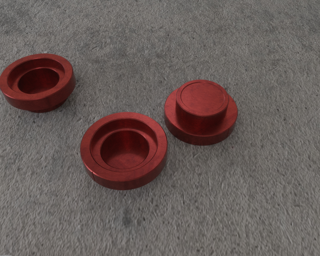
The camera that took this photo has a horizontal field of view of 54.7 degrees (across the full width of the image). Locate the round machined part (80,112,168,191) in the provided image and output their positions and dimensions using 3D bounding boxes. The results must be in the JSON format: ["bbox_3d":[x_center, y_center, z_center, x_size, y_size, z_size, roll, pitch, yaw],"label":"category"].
[{"bbox_3d":[-0.041,0.031,0.366,0.099,0.042,0.098,0,50,0],"label":"round machined part"}]

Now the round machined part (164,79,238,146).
[{"bbox_3d":[0.055,-0.027,0.415,0.099,0.042,0.098,0,50,0],"label":"round machined part"}]

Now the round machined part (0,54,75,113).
[{"bbox_3d":[-0.170,-0.060,0.441,0.099,0.042,0.098,0,50,0],"label":"round machined part"}]
